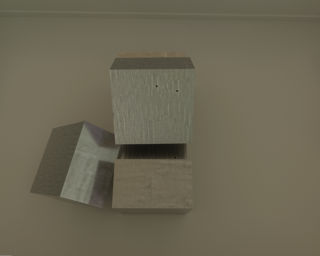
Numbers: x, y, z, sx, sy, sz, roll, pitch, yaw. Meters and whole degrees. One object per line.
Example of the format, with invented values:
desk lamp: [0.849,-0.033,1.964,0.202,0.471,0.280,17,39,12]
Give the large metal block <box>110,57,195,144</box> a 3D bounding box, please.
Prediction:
large metal block: [-0.007,-0.030,0.330,0.081,0.079,0.050,-1,25,-1]

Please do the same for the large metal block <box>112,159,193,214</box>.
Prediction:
large metal block: [-0.007,0.069,0.352,0.081,0.080,0.050,0,70,0]

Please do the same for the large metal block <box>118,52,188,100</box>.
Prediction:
large metal block: [-0.009,-0.054,0.397,0.081,0.080,0.050,-1,70,-1]

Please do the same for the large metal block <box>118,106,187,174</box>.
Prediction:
large metal block: [-0.009,0.013,0.392,0.081,0.050,0.080,-1,70,-1]

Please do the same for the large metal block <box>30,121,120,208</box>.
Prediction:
large metal block: [-0.096,0.042,0.353,0.050,0.080,0.080,28,66,-36]
